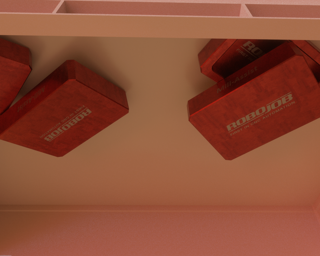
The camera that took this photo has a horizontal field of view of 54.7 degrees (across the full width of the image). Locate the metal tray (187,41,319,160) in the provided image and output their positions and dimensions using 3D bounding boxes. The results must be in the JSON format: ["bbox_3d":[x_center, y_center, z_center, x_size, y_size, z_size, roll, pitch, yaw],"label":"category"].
[{"bbox_3d":[0.108,-0.024,0.347,0.130,0.030,0.090,-31,124,23],"label":"metal tray"}]

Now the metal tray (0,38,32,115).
[{"bbox_3d":[-0.212,-0.047,0.343,0.091,0.030,0.129,16,131,-40],"label":"metal tray"}]

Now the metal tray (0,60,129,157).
[{"bbox_3d":[-0.114,-0.016,0.371,0.130,0.030,0.090,-31,144,23],"label":"metal tray"}]

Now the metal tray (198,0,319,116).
[{"bbox_3d":[0.120,-0.071,0.347,0.131,0.030,0.090,28,124,-23],"label":"metal tray"}]

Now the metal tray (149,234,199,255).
[{"bbox_3d":[0.035,0.270,0.638,0.090,0.030,0.129,-9,130,6],"label":"metal tray"}]
